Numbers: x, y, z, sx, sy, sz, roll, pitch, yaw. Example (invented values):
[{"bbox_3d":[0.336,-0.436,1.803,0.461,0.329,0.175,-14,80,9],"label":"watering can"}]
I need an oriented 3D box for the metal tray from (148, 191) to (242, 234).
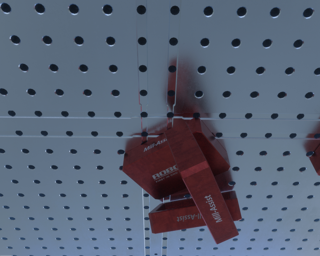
[{"bbox_3d":[0.056,0.129,0.482,0.130,0.030,0.090,-13,174,10],"label":"metal tray"}]

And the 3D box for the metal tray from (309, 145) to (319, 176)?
[{"bbox_3d":[0.297,0.036,0.440,0.131,0.030,0.089,9,130,-8],"label":"metal tray"}]

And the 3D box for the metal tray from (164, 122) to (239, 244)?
[{"bbox_3d":[0.050,0.067,0.379,0.030,0.090,0.130,-25,123,3],"label":"metal tray"}]

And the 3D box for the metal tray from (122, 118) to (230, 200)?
[{"bbox_3d":[0.023,0.049,0.450,0.130,0.030,0.090,-28,125,21],"label":"metal tray"}]
